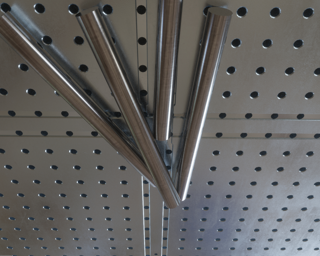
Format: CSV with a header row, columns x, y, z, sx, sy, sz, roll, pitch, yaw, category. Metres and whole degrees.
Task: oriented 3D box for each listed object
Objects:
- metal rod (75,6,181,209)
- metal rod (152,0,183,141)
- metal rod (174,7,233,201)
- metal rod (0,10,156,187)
x,y,z,sx,sy,sz,roll,pitch,yaw,category
-0.027,-0.002,0.394,0.025,0.025,0.299,-14,124,11,metal rod
0.009,-0.105,0.322,0.025,0.025,0.298,2,130,-2,metal rod
0.046,-0.004,0.407,0.025,0.025,0.298,4,130,-4,metal rod
-0.083,-0.015,0.397,0.025,0.025,0.300,-26,126,20,metal rod
